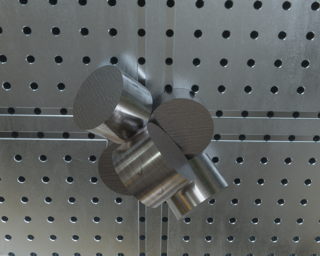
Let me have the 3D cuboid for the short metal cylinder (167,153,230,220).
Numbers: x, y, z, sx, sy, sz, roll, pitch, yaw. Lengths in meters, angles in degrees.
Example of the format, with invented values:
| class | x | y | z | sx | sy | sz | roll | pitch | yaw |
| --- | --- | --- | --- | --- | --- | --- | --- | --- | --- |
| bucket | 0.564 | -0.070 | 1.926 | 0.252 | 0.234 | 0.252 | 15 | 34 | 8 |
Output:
| class | x | y | z | sx | sy | sz | roll | pitch | yaw |
| --- | --- | --- | --- | --- | --- | --- | --- | --- | --- |
| short metal cylinder | 0.043 | 0.077 | 0.405 | 0.080 | 0.080 | 0.050 | -39 | 71 | 13 |

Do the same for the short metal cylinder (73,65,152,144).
| class | x | y | z | sx | sy | sz | roll | pitch | yaw |
| --- | --- | --- | --- | --- | --- | --- | --- | --- | --- |
| short metal cylinder | -0.056 | -0.027 | 0.366 | 0.080 | 0.080 | 0.050 | -44 | 139 | 14 |

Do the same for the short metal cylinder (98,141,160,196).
| class | x | y | z | sx | sy | sz | roll | pitch | yaw |
| --- | --- | --- | --- | --- | --- | --- | --- | --- | --- |
| short metal cylinder | -0.038 | 0.043 | 0.414 | 0.081 | 0.050 | 0.079 | 0 | 110 | -1 |

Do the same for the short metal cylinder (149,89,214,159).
| class | x | y | z | sx | sy | sz | roll | pitch | yaw |
| --- | --- | --- | --- | --- | --- | --- | --- | --- | --- |
| short metal cylinder | 0.025 | -0.006 | 0.397 | 0.081 | 0.050 | 0.079 | 0 | 110 | -1 |

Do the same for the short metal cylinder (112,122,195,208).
| class | x | y | z | sx | sy | sz | roll | pitch | yaw |
| --- | --- | --- | --- | --- | --- | --- | --- | --- | --- |
| short metal cylinder | -0.007 | 0.040 | 0.344 | 0.050 | 0.080 | 0.080 | -39 | 106 | 13 |
